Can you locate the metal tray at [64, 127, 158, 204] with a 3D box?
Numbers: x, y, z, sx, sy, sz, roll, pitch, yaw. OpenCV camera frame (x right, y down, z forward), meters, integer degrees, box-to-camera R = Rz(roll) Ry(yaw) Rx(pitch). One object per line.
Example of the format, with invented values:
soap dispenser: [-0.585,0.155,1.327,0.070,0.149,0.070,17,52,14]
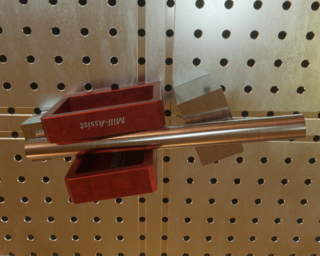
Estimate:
metal tray: [-0.050,0.036,0.370,0.091,0.130,0.030,-9,111,3]

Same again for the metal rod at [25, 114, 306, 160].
metal rod: [-0.005,0.012,0.337,0.301,0.025,0.025,-5,111,11]

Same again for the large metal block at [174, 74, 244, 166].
large metal block: [0.057,-0.013,0.379,0.050,0.080,0.080,-21,109,7]

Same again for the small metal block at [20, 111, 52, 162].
small metal block: [-0.151,0.009,0.401,0.025,0.050,0.050,-8,110,2]

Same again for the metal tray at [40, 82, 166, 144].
metal tray: [-0.061,-0.021,0.369,0.131,0.090,0.030,-8,111,2]
